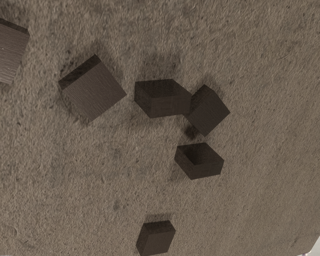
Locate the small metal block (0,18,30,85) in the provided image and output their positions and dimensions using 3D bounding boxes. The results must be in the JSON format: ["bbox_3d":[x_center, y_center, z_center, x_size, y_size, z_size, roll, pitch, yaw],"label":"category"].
[{"bbox_3d":[-0.153,-0.074,0.278,0.050,0.025,0.050,18,109,-36],"label":"small metal block"}]

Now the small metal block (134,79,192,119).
[{"bbox_3d":[0.002,-0.037,0.371,0.050,0.050,0.025,-9,122,-24],"label":"small metal block"}]

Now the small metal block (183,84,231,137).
[{"bbox_3d":[0.062,-0.023,0.428,0.050,0.025,0.050,-45,130,2],"label":"small metal block"}]

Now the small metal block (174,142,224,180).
[{"bbox_3d":[0.057,0.047,0.453,0.050,0.050,0.025,-6,121,-26],"label":"small metal block"}]

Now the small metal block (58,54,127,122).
[{"bbox_3d":[-0.073,-0.044,0.341,0.050,0.025,0.050,-38,130,-3],"label":"small metal block"}]

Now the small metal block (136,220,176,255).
[{"bbox_3d":[-0.007,0.185,0.519,0.050,0.025,0.050,3,117,-31],"label":"small metal block"}]
